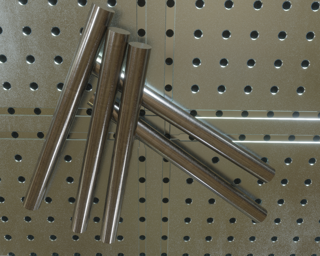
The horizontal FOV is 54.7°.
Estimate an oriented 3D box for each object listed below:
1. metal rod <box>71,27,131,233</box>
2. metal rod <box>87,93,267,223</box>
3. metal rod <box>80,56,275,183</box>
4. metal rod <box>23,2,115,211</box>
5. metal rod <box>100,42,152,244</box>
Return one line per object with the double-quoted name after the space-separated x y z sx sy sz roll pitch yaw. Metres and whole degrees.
-0.083 0.022 0.399 0.025 0.025 0.298 14 117 -6 "metal rod"
0.032 0.045 0.430 0.301 0.025 0.025 36 106 -13 "metal rod"
0.029 -0.010 0.409 0.301 0.025 0.025 32 107 -12 "metal rod"
-0.123 -0.009 0.390 0.025 0.025 0.298 24 115 -9 "metal rod"
-0.050 0.039 0.405 0.025 0.025 0.298 10 118 -4 "metal rod"
